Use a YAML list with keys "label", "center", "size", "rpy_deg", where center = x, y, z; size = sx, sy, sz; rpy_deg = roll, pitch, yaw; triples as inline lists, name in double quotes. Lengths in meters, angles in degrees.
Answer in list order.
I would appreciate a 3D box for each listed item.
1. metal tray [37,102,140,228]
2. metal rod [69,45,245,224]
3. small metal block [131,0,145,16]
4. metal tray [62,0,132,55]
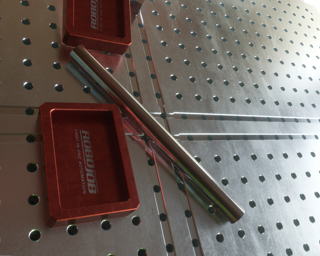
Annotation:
- label: "metal tray"
  center: [-0.081, 0.035, 0.340]
  size: [0.091, 0.030, 0.130]
  rpy_deg: [-1, 62, -29]
- label: "metal rod"
  center: [-0.006, 0.006, 0.402]
  size: [0.300, 0.025, 0.025]
  rpy_deg: [46, 51, 3]
- label: "small metal block"
  center: [-0.050, -0.224, 0.519]
  size: [0.050, 0.025, 0.050]
  rpy_deg: [27, 52, -12]
- label: "metal tray"
  center: [-0.091, -0.176, 0.446]
  size: [0.091, 0.030, 0.129]
  rpy_deg: [4, 72, -26]
